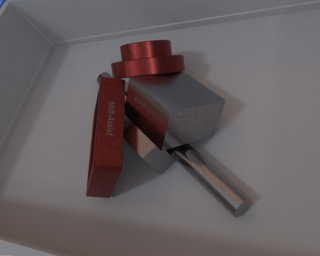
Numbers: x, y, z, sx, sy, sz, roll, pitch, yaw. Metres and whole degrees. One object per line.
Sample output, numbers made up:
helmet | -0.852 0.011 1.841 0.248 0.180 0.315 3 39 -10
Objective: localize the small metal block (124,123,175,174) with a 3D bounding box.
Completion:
small metal block | -0.014 0.023 0.379 0.025 0.050 0.050 -44 51 -2

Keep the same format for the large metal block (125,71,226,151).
large metal block | 0.015 -0.024 0.368 0.081 0.050 0.080 -14 41 -35

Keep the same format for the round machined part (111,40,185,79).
round machined part | -0.017 -0.093 0.419 0.098 0.099 0.042 -2 102 27

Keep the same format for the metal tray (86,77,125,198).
metal tray | -0.069 0.012 0.391 0.030 0.089 0.130 7 56 -15

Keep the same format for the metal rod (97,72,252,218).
metal rod | -0.003 0.001 0.403 0.025 0.025 0.300 -45 51 -3
